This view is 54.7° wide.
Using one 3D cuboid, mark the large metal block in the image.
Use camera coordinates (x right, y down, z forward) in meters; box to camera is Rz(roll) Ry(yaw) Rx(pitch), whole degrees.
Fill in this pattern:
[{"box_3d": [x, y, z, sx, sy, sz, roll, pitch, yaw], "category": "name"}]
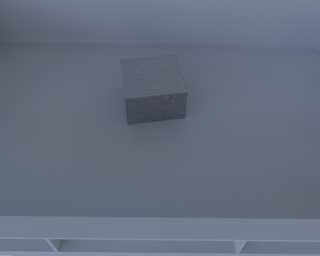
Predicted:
[{"box_3d": [-0.011, -0.055, 0.435, 0.081, 0.050, 0.080, -7, 50, -6], "category": "large metal block"}]
